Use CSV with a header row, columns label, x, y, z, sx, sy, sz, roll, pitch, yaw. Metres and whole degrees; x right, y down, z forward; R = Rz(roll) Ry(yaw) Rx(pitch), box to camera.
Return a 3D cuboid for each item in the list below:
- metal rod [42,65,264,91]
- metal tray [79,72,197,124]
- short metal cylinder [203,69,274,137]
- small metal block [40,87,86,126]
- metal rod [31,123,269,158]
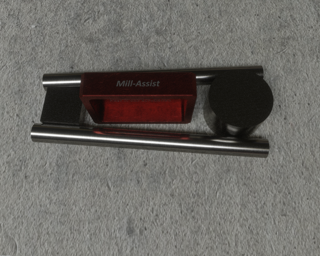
label,x,y,z,sx,sy,sz,roll,pitch,yaw
metal rod,-0.008,-0.070,0.435,0.302,0.025,0.025,-2,70,-1
metal tray,-0.024,-0.034,0.386,0.131,0.090,0.030,0,70,0
short metal cylinder,0.100,-0.030,0.407,0.081,0.050,0.080,0,70,0
small metal block,-0.128,-0.027,0.419,0.050,0.025,0.050,4,70,1
metal rod,-0.013,0.016,0.403,0.302,0.025,0.025,4,70,1
